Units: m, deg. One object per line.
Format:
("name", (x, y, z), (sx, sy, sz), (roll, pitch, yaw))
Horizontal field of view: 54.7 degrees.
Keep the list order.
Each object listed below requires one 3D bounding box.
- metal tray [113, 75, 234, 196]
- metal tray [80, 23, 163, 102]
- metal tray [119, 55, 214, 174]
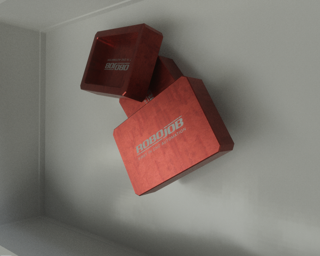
("metal tray", (0.008, 0.012, 0.356), (0.130, 0.030, 0.090), (-35, 69, 34))
("metal tray", (-0.057, -0.087, 0.419), (0.130, 0.030, 0.090), (15, 88, 51))
("metal tray", (0.008, -0.016, 0.395), (0.090, 0.030, 0.130), (-45, 63, 30))
